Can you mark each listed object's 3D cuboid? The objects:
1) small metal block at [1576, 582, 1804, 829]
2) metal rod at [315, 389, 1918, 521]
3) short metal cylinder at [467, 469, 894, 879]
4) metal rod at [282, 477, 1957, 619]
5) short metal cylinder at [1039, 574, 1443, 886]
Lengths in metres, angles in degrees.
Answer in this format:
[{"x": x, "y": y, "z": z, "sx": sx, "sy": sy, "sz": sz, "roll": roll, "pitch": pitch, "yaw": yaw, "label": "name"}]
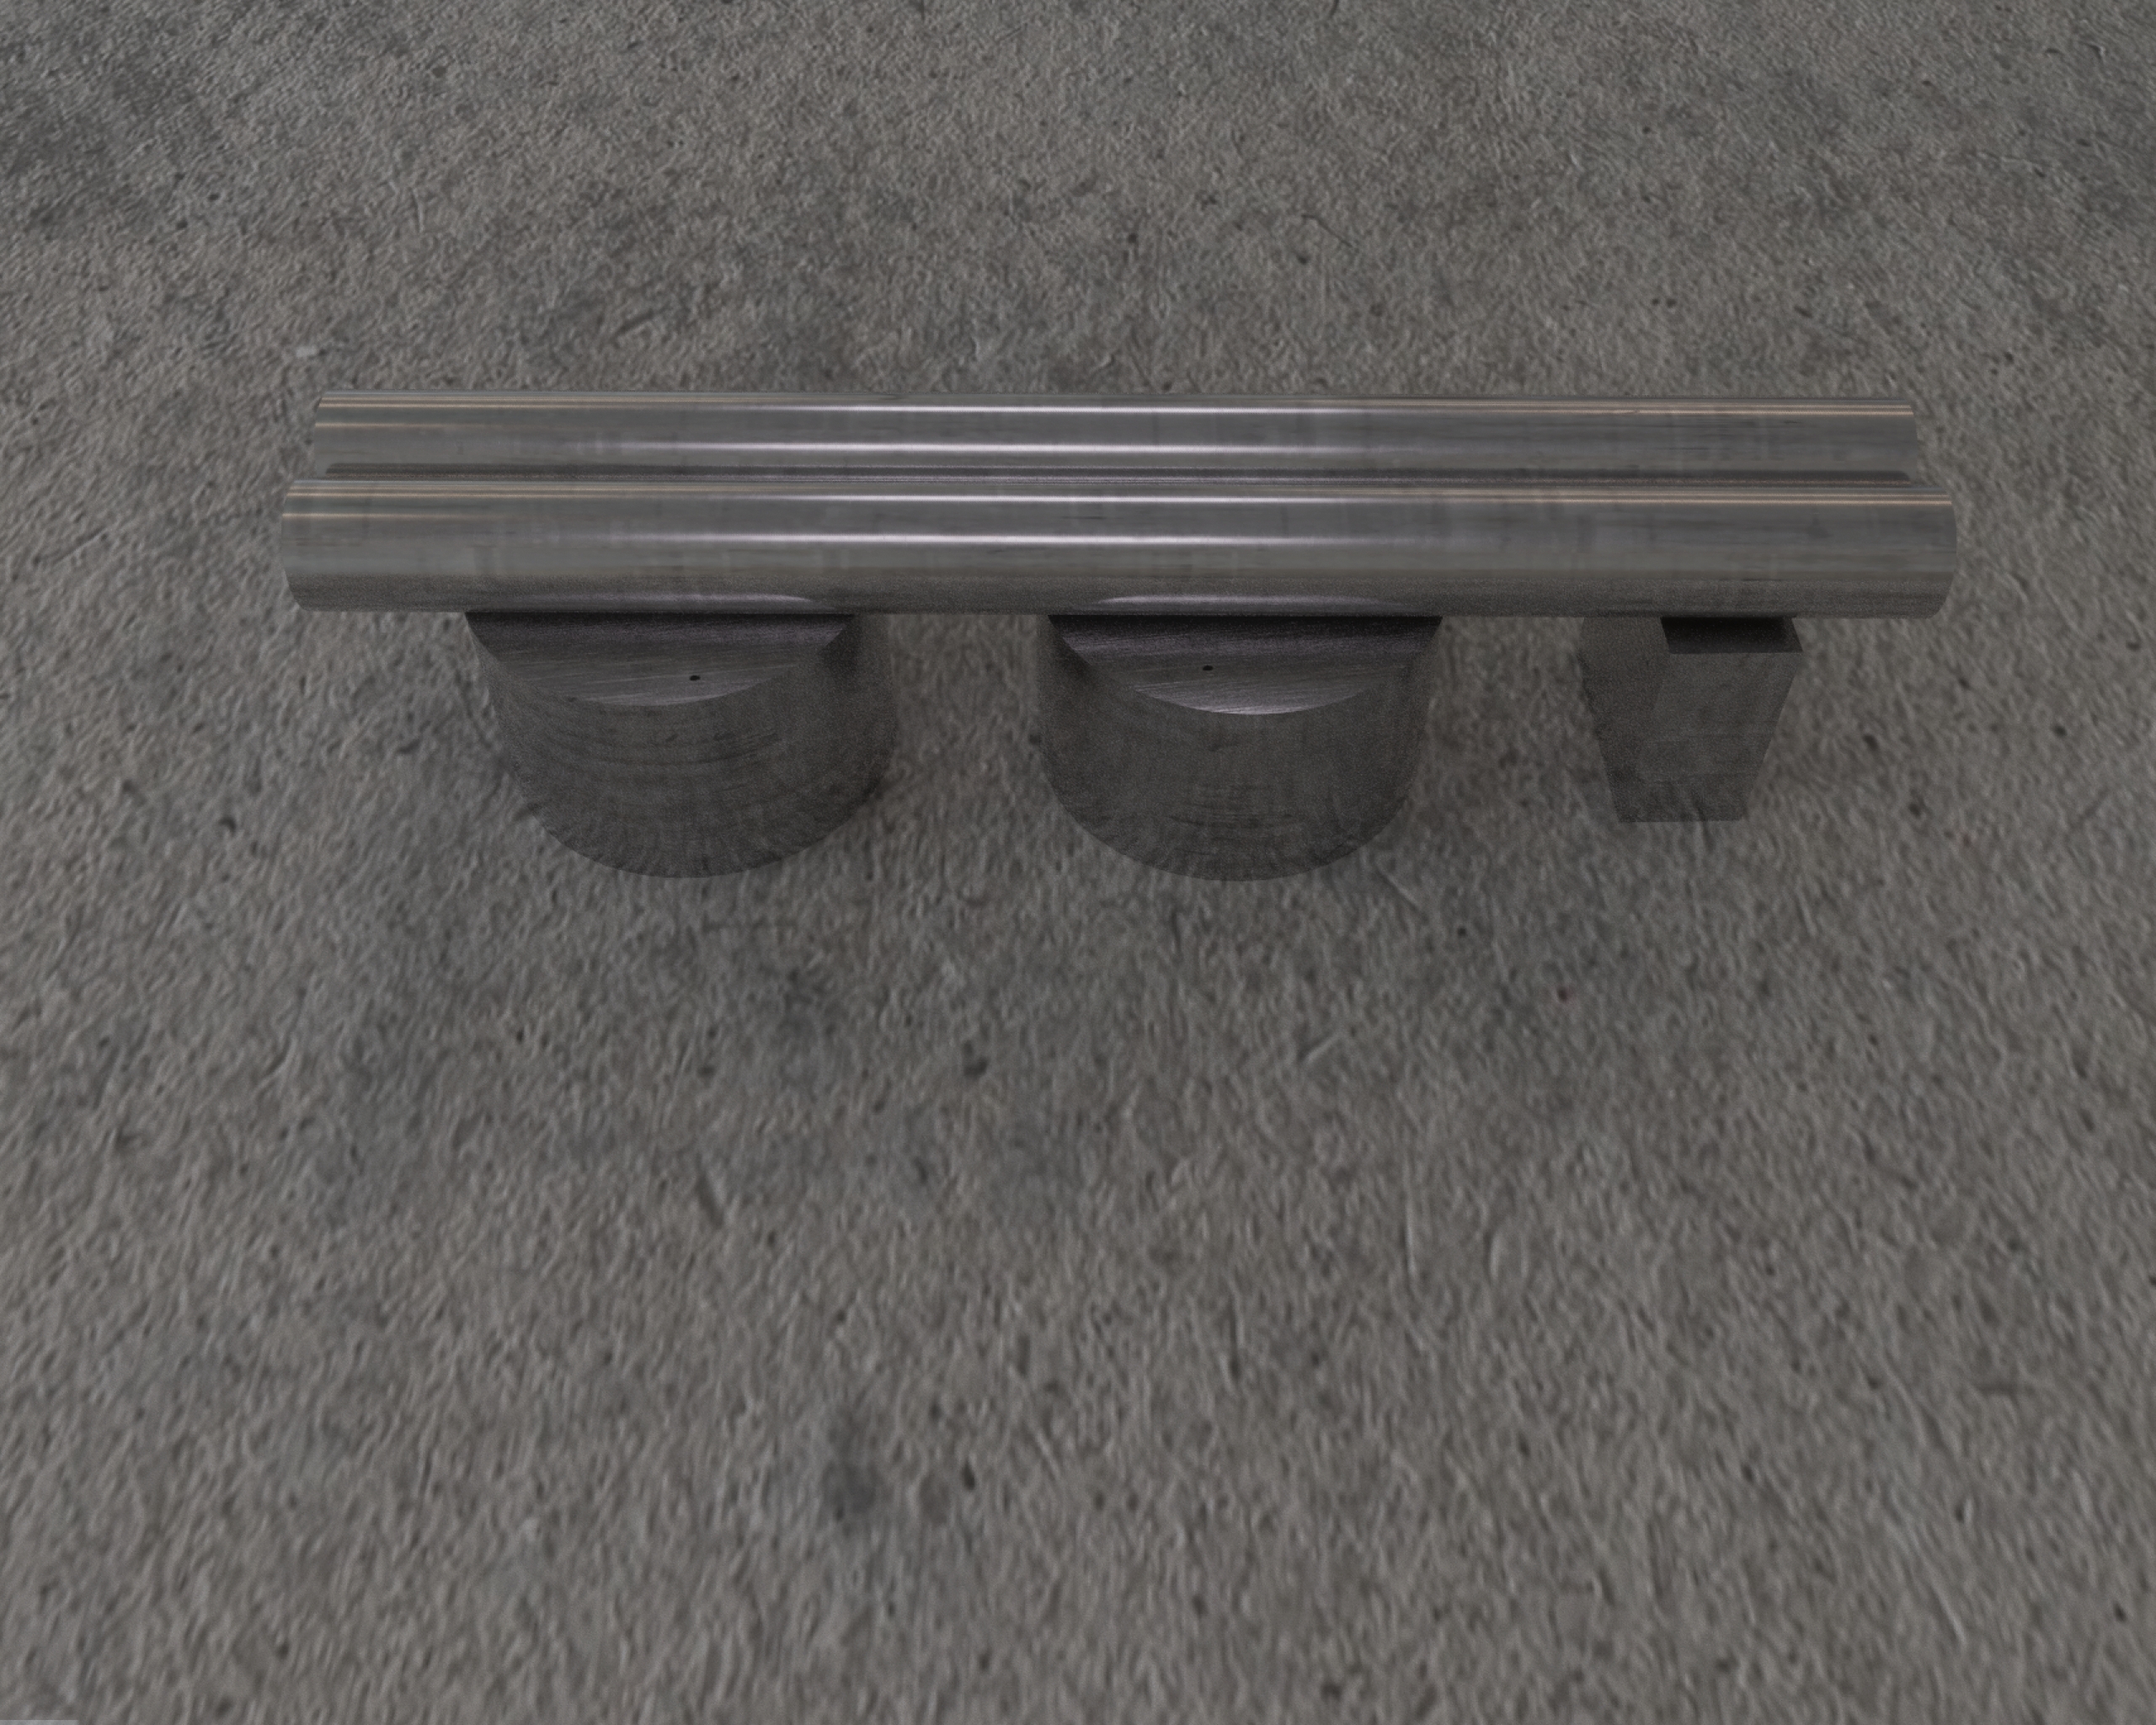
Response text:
[{"x": 0.123, "y": -0.042, "z": 0.426, "sx": 0.025, "sy": 0.050, "sz": 0.050, "roll": -1, "pitch": 50, "yaw": -1, "label": "small metal block"}, {"x": 0.008, "y": -0.079, "z": 0.405, "sx": 0.302, "sy": 0.025, "sz": 0.025, "roll": 0, "pitch": 50, "yaw": 0, "label": "metal rod"}, {"x": -0.079, "y": -0.043, "z": 0.423, "sx": 0.081, "sy": 0.050, "sz": 0.080, "roll": 0, "pitch": 50, "yaw": 0, "label": "short metal cylinder"}, {"x": 0.008, "y": -0.058, "z": 0.388, "sx": 0.302, "sy": 0.025, "sz": 0.025, "roll": 0, "pitch": 50, "yaw": 0, "label": "metal rod"}, {"x": 0.032, "y": -0.042, "z": 0.424, "sx": 0.081, "sy": 0.050, "sz": 0.080, "roll": 0, "pitch": 50, "yaw": 0, "label": "short metal cylinder"}]
